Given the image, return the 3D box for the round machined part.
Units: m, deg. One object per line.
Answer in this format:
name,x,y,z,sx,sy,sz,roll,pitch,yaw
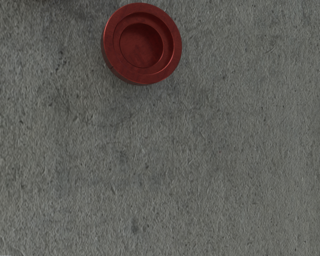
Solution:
round machined part,-0.026,-0.101,0.390,0.099,0.042,0.097,0,90,-20
